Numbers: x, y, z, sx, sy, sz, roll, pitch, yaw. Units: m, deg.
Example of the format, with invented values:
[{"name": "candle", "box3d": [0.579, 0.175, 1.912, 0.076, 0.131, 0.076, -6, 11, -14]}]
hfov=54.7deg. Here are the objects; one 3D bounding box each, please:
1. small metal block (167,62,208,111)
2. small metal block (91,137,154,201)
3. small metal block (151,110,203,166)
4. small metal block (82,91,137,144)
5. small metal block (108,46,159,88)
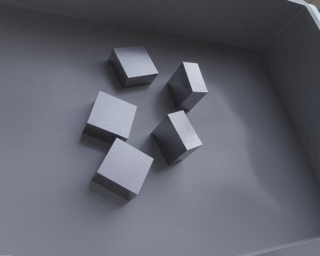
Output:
[{"name": "small metal block", "box3d": [0.038, -0.059, 0.448, 0.025, 0.050, 0.050, -1, 62, -29]}, {"name": "small metal block", "box3d": [-0.042, 0.047, 0.355, 0.050, 0.025, 0.050, 31, 51, -9]}, {"name": "small metal block", "box3d": [0.020, 0.013, 0.394, 0.025, 0.050, 0.050, -17, 71, -35]}, {"name": "small metal block", "box3d": [-0.061, -0.011, 0.381, 0.050, 0.025, 0.050, 23, 53, -15]}, {"name": "small metal block", "box3d": [-0.038, -0.087, 0.440, 0.050, 0.025, 0.050, -16, 70, -35]}]
